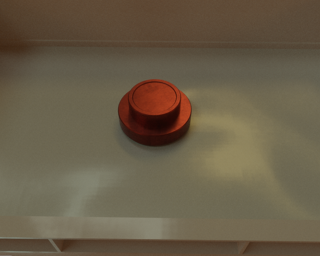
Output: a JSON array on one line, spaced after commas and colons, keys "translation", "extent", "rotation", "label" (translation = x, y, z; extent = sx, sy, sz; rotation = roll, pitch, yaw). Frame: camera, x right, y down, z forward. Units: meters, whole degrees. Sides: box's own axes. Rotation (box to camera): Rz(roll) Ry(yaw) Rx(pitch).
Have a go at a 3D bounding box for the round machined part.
[{"translation": [-0.007, -0.028, 0.414], "extent": [0.099, 0.042, 0.098], "rotation": [0, 50, 0], "label": "round machined part"}]
